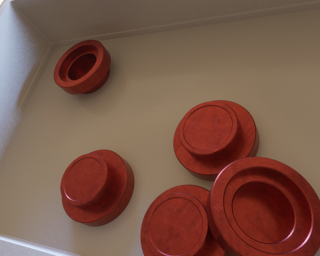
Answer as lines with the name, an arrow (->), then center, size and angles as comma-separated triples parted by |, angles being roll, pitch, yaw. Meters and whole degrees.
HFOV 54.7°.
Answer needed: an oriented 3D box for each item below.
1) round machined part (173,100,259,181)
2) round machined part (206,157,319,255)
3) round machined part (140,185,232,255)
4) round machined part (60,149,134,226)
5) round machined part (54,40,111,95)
round machined part -> 0.060, 0.008, 0.357 | 0.098, 0.042, 0.098 | -13, 56, 20
round machined part -> 0.091, 0.079, 0.282 | 0.099, 0.042, 0.098 | 3, 57, -4
round machined part -> 0.023, 0.105, 0.318 | 0.098, 0.042, 0.098 | -13, 56, 20
round machined part -> -0.086, 0.071, 0.395 | 0.098, 0.042, 0.098 | -13, 56, 20
round machined part -> -0.123, -0.096, 0.516 | 0.098, 0.042, 0.098 | -13, 56, 20
